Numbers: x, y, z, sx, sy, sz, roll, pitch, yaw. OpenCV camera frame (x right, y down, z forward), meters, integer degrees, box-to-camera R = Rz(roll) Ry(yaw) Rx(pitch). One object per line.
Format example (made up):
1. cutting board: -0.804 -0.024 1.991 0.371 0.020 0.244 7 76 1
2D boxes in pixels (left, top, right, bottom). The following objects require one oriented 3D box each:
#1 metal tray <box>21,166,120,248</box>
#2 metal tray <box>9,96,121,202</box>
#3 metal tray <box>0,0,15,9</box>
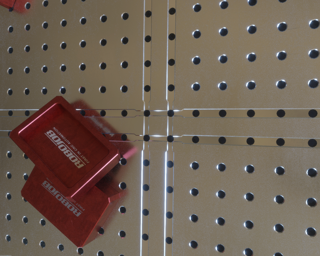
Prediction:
1. metal tray: -0.135 0.098 0.458 0.130 0.030 0.090 35 101 16
2. metal tray: -0.131 0.026 0.433 0.130 0.030 0.090 41 71 16
3. metal tray: -0.256 -0.273 0.501 0.090 0.030 0.129 33 100 17
